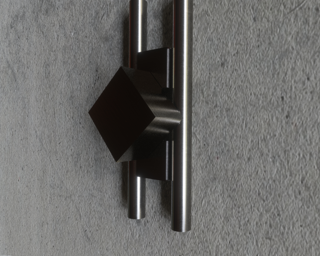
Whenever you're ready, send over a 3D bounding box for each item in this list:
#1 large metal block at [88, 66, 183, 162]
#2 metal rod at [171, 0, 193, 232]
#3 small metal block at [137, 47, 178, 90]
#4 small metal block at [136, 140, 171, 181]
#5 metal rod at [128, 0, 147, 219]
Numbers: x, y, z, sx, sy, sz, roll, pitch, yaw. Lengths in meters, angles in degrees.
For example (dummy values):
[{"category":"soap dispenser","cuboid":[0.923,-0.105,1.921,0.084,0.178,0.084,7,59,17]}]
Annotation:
[{"category":"large metal block","cuboid":[-0.032,-0.016,0.380,0.080,0.050,0.080,-48,62,29]},{"category":"metal rod","cuboid":[0.027,-0.024,0.383,0.025,0.025,0.298,1,91,39]},{"category":"small metal block","cuboid":[-0.003,-0.075,0.405,0.050,0.025,0.050,1,91,39]},{"category":"small metal block","cuboid":[-0.004,0.040,0.406,0.050,0.025,0.050,1,91,39]},{"category":"metal rod","cuboid":[-0.031,-0.025,0.431,0.025,0.025,0.298,1,91,39]}]
